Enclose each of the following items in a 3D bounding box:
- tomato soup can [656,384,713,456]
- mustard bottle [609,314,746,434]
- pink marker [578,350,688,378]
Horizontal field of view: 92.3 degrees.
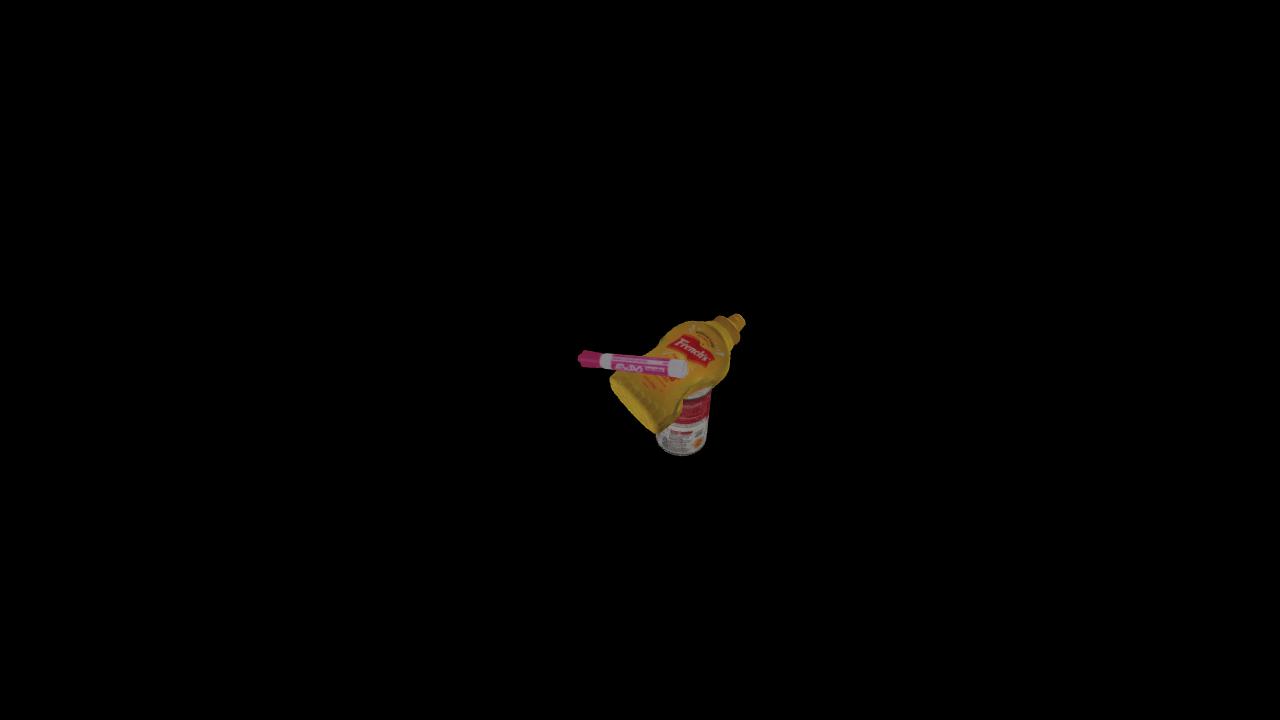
[{"bbox_3d":[0.054,0.062,0.764,0.068,0.101,0.068,0,39,0],"label":"tomato soup can"},{"bbox_3d":[0.059,0.001,0.747,0.184,0.092,0.054,-38,-29,-17],"label":"mustard bottle"},{"bbox_3d":[-0.010,0.004,0.644,0.121,0.020,0.020,6,2,22],"label":"pink marker"}]
